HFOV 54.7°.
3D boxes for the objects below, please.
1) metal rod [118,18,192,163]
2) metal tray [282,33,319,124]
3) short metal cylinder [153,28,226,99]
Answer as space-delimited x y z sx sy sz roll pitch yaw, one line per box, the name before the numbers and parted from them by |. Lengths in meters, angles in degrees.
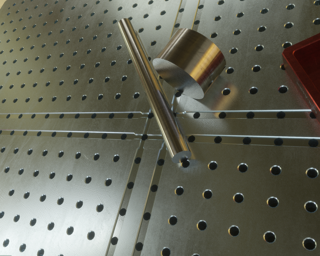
metal rod | -0.018 -0.075 0.463 0.025 0.025 0.300 -29 52 9
metal tray | 0.201 -0.052 0.330 0.090 0.030 0.130 -24 53 13
short metal cylinder | 0.038 -0.082 0.404 0.080 0.080 0.050 29 78 37
